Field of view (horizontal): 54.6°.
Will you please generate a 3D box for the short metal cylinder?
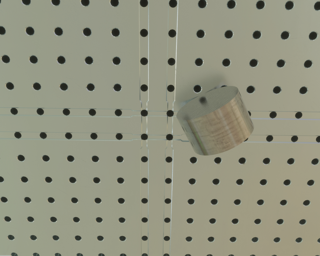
[{"bbox_3d":[0.067,-0.010,0.381,0.080,0.080,0.050,-25,108,9],"label":"short metal cylinder"}]
